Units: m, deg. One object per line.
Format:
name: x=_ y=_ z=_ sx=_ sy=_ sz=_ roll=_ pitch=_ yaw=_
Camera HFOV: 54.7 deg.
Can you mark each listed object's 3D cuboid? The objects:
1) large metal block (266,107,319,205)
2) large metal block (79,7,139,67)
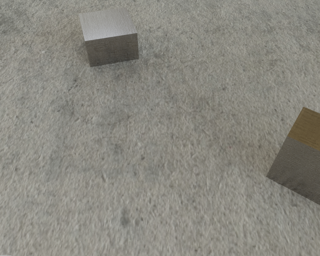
large metal block: x=0.175 y=0.035 z=0.340 sx=0.080 sy=0.080 sz=0.050 roll=28 pitch=56 yaw=21
large metal block: x=-0.085 y=-0.152 z=0.513 sx=0.081 sy=0.050 sz=0.080 roll=-12 pitch=51 yaw=-11
